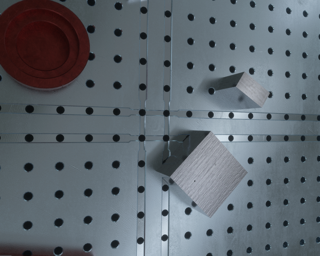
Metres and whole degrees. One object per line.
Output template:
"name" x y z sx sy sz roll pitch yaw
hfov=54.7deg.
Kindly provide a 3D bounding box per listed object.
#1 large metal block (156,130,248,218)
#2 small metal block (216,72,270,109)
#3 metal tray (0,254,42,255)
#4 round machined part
"large metal block" 0.057 0.060 0.422 0.080 0.050 0.080 -46 105 -14
"small metal block" 0.118 -0.052 0.445 0.050 0.050 0.025 35 79 -17
"metal tray" -0.142 0.199 0.358 0.131 0.030 0.090 12 86 -20
"round machined part" -0.133 -0.091 0.355 0.099 0.042 0.097 0 90 -21
